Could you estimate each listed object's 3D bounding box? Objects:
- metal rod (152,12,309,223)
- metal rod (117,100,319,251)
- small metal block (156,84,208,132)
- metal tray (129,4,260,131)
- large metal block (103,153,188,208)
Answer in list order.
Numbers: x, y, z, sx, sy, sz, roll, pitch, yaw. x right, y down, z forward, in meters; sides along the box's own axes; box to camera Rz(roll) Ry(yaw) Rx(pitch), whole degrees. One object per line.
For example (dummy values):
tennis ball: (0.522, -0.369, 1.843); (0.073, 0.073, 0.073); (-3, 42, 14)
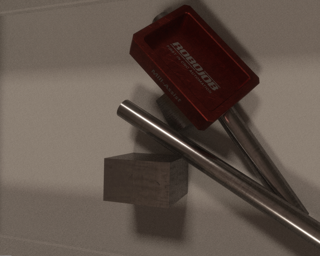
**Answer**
metal rod: (0.080, -0.021, 0.382); (0.025, 0.025, 0.299); (-36, 79, 16)
metal rod: (0.072, 0.051, 0.359); (0.300, 0.025, 0.025); (33, 101, 18)
small metal block: (0.029, -0.027, 0.389); (0.050, 0.025, 0.050); (-37, 77, 43)
metal tray: (0.040, -0.072, 0.360); (0.090, 0.030, 0.130); (-38, 82, -23)
large metal block: (-0.014, 0.061, 0.385); (0.080, 0.080, 0.050); (2, 91, 19)
